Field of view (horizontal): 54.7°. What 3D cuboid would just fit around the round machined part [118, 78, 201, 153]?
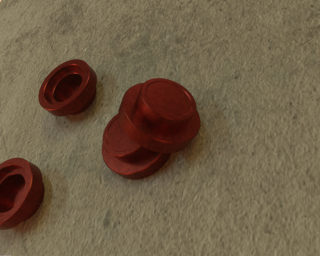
[{"bbox_3d":[0.004,-0.022,0.367,0.099,0.042,0.098,14,45,-14],"label":"round machined part"}]

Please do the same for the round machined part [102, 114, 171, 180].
[{"bbox_3d":[-0.034,0.014,0.401,0.098,0.042,0.098,-13,56,20],"label":"round machined part"}]

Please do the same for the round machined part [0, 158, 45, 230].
[{"bbox_3d":[-0.206,0.095,0.440,0.098,0.042,0.098,-13,56,20],"label":"round machined part"}]

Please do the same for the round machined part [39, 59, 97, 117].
[{"bbox_3d":[-0.143,-0.060,0.503,0.098,0.042,0.098,-13,56,20],"label":"round machined part"}]
